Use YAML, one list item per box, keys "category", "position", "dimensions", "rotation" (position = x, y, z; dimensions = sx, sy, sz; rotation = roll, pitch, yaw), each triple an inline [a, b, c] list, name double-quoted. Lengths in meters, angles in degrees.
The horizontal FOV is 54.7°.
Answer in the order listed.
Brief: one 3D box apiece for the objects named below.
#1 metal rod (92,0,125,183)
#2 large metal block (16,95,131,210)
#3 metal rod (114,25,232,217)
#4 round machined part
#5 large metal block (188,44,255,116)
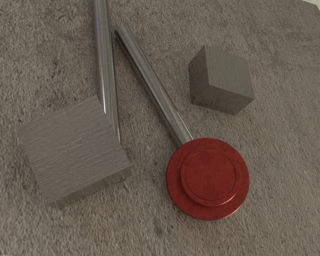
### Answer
- category: "metal rod"
  position: [-0.072, -0.074, 0.410]
  dimensions: [0.025, 0.025, 0.299]
  rotation: [5, 59, -26]
- category: "large metal block"
  position: [-0.083, 0.025, 0.311]
  dimensions: [0.081, 0.050, 0.080]
  rotation: [-24, 74, -13]
- category: "metal rod"
  position: [0.013, -0.019, 0.423]
  dimensions: [0.025, 0.025, 0.299]
  rotation: [-18, 71, -35]
- category: "round machined part"
  position: [0.056, 0.058, 0.364]
  dimensions: [0.099, 0.042, 0.098]
  rotation: [0, 73, 0]
- category: "large metal block"
  position: [0.094, -0.074, 0.486]
  dimensions: [0.081, 0.050, 0.080]
  rotation: [13, 56, -22]
